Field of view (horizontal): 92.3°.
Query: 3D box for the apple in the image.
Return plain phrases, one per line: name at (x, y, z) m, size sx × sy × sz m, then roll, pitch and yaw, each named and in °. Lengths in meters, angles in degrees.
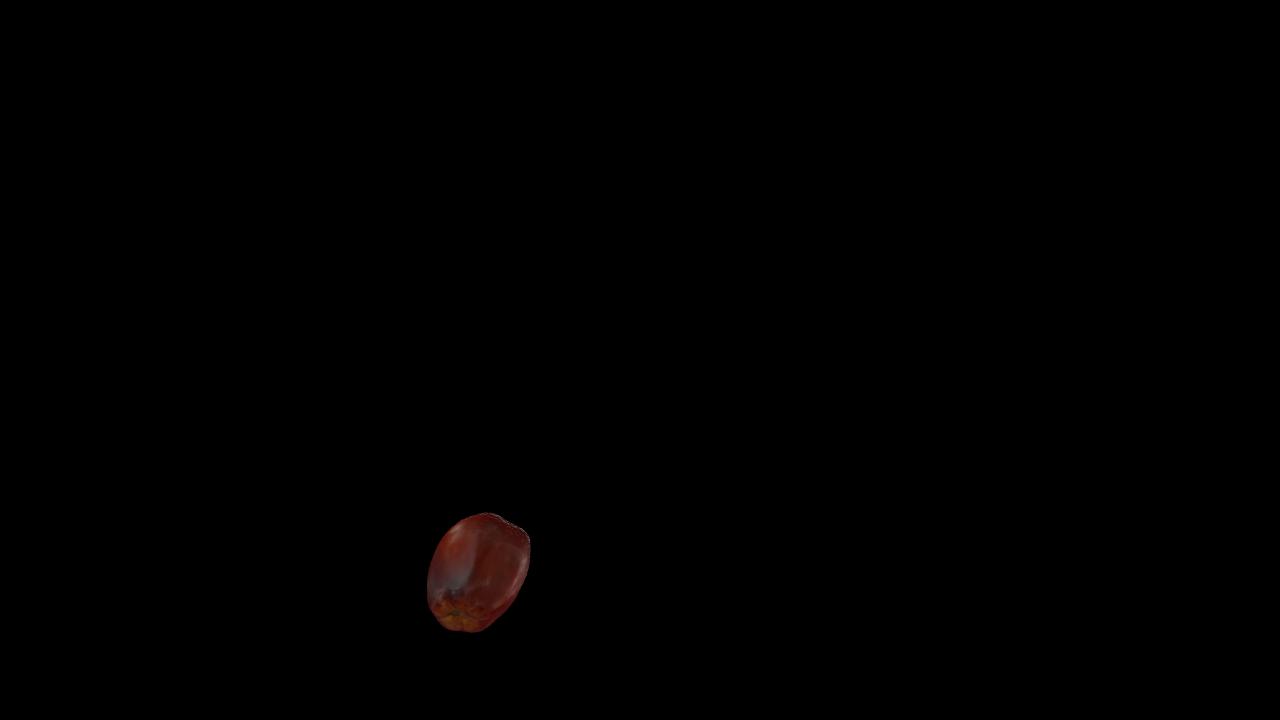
apple at (-0.127, 0.166, 0.484) m, size 0.079 × 0.079 × 0.093 m, roll 0°, pitch 29°, yaw 6°
